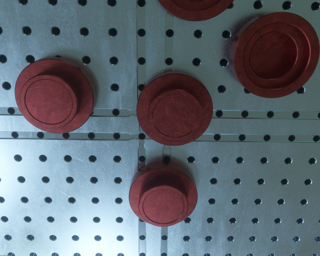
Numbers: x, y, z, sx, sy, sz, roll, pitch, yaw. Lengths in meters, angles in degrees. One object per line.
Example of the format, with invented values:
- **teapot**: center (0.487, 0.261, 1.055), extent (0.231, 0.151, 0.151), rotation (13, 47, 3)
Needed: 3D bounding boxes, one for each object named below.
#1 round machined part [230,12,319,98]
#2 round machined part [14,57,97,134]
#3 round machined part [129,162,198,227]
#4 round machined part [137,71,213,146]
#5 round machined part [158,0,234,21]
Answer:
- **round machined part**: center (0.134, -0.088, 0.374), extent (0.099, 0.042, 0.097), rotation (0, 110, -1)
- **round machined part**: center (-0.133, -0.038, 0.389), extent (0.099, 0.042, 0.097), rotation (0, 110, -1)
- **round machined part**: center (0.005, 0.101, 0.442), extent (0.099, 0.042, 0.097), rotation (0, 110, -1)
- **round machined part**: center (0.019, -0.021, 0.397), extent (0.099, 0.042, 0.097), rotation (0, 110, -1)
- **round machined part**: center (0.039, -0.170, 0.342), extent (0.099, 0.042, 0.097), rotation (0, 110, -1)
